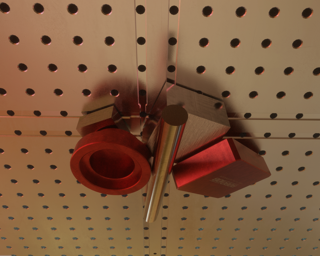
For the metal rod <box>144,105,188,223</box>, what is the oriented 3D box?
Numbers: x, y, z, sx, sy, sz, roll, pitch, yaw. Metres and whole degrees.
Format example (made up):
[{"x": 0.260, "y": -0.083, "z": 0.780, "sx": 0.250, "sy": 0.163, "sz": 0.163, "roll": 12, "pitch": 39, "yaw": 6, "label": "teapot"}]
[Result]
[{"x": -0.001, "y": 0.070, "z": 0.414, "sx": 0.025, "sy": 0.025, "sz": 0.298, "roll": 5, "pitch": 146, "yaw": -4, "label": "metal rod"}]

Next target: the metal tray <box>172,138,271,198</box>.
[{"x": 0.087, "y": 0.060, "z": 0.423, "sx": 0.090, "sy": 0.030, "sz": 0.131, "roll": -31, "pitch": 149, "yaw": 24, "label": "metal tray"}]

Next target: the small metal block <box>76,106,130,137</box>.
[{"x": -0.074, "y": 0.004, "z": 0.410, "sx": 0.050, "sy": 0.025, "sz": 0.050, "roll": -17, "pitch": 128, "yaw": 14, "label": "small metal block"}]

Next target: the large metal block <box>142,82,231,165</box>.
[{"x": 0.029, "y": -0.001, "z": 0.391, "sx": 0.081, "sy": 0.050, "sz": 0.079, "roll": 18, "pitch": 128, "yaw": -15, "label": "large metal block"}]

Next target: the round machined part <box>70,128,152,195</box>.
[{"x": -0.059, "y": 0.039, "z": 0.392, "sx": 0.099, "sy": 0.042, "sz": 0.097, "roll": 2, "pitch": 131, "yaw": 2, "label": "round machined part"}]
